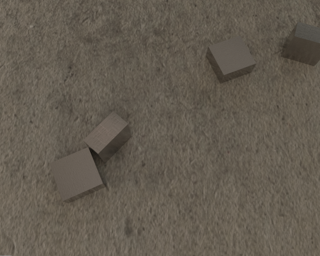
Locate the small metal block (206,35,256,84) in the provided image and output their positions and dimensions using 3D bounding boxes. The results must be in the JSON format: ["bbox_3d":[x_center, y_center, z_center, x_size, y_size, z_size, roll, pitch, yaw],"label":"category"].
[{"bbox_3d":[0.101,-0.098,0.445,0.050,0.025,0.050,-21,72,-8],"label":"small metal block"}]

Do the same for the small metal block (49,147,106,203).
[{"bbox_3d":[-0.102,0.059,0.385,0.050,0.025,0.050,-23,72,-9],"label":"small metal block"}]

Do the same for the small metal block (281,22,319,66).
[{"bbox_3d":[0.209,-0.118,0.441,0.050,0.050,0.025,18,71,6],"label":"small metal block"}]

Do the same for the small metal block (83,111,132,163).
[{"bbox_3d":[-0.064,0.013,0.389,0.025,0.050,0.050,40,75,13],"label":"small metal block"}]
